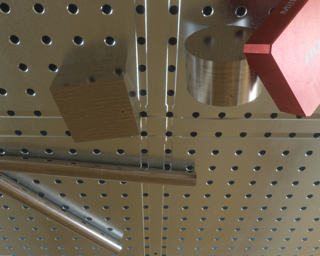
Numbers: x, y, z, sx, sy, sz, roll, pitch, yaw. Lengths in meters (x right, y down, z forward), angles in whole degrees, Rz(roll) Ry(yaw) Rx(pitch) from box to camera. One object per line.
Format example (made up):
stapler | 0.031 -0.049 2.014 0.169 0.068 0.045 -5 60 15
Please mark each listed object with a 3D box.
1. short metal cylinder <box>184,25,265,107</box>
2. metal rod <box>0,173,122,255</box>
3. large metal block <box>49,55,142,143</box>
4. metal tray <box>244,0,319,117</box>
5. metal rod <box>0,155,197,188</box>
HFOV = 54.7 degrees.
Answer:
short metal cylinder | 0.067 -0.066 0.320 0.080 0.080 0.050 -4 130 3
metal rod | -0.179 0.150 0.536 0.025 0.025 0.300 -32 124 24
large metal block | -0.071 -0.033 0.367 0.080 0.050 0.080 -7 130 6
metal tray | 0.145 -0.086 0.288 0.130 0.030 0.090 -50 122 -10
metal rod | -0.096 0.065 0.465 0.302 0.025 0.025 6 130 -5
